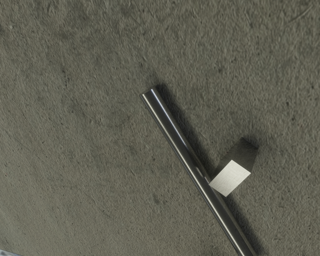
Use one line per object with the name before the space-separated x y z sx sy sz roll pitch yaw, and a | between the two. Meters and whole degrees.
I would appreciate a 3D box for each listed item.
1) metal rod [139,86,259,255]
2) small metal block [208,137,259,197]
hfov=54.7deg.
metal rod | 0.061 0.077 0.421 0.025 0.025 0.299 -22 107 36
small metal block | 0.089 0.046 0.372 0.025 0.050 0.050 36 129 4
